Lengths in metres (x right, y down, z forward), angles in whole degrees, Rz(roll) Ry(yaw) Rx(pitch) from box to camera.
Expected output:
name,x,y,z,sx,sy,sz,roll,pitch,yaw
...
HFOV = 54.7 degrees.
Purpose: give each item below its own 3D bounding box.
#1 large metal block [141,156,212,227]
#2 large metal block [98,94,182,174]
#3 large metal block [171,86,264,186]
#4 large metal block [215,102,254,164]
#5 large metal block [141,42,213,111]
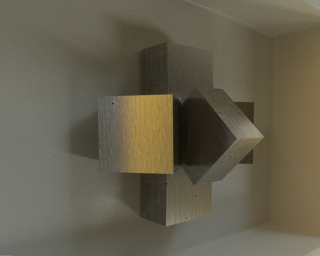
name,x,y,z,sx,sy,sz,roll,pitch,yaw
large metal block,0.022,0.076,0.408,0.081,0.050,0.080,1,90,-40
large metal block,-0.020,0.006,0.342,0.050,0.080,0.079,-6,96,-76
large metal block,0.058,0.009,0.366,0.050,0.080,0.080,-1,47,-41
large metal block,0.095,0.006,0.439,0.050,0.080,0.080,1,90,-1
large metal block,0.024,-0.062,0.405,0.081,0.050,0.079,-2,92,-40
